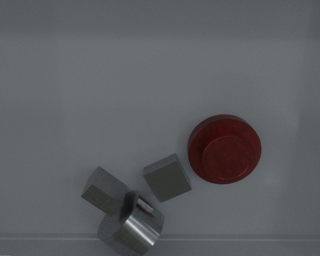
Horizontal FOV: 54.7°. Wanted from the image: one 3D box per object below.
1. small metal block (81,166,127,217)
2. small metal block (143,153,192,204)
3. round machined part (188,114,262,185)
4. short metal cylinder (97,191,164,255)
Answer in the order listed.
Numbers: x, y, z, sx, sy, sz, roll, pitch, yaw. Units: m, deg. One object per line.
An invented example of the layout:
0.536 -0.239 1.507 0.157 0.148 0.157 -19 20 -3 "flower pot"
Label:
-0.076 0.087 0.429 0.050 0.050 0.025 38 106 -13 "small metal block"
0.011 0.071 0.438 0.050 0.025 0.050 -25 109 8 "small metal block"
0.088 0.034 0.416 0.099 0.042 0.097 0 110 -1 "round machined part"
-0.041 0.135 0.431 0.080 0.080 0.050 -41 105 13 "short metal cylinder"
